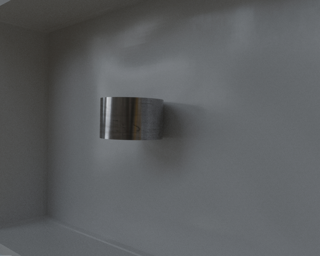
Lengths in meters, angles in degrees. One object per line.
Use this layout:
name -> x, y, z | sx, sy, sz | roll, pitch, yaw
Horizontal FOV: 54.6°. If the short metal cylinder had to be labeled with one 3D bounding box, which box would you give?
short metal cylinder -> -0.036, -0.012, 0.398 | 0.080, 0.081, 0.050 | 3, 92, 40
